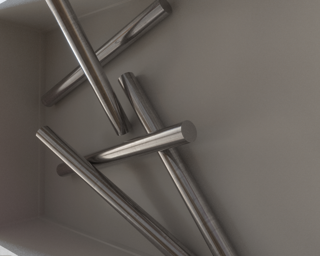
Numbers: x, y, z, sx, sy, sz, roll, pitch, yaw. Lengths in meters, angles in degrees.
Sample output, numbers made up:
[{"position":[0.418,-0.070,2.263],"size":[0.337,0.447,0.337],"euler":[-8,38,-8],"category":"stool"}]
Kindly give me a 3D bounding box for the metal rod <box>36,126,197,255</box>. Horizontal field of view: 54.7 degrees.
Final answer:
[{"position":[-0.070,0.088,0.428],"size":[0.300,0.025,0.025],"euler":[36,112,22],"category":"metal rod"}]

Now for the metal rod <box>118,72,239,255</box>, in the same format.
[{"position":[0.020,0.049,0.388],"size":[0.025,0.025,0.299],"euler":[-44,64,31],"category":"metal rod"}]

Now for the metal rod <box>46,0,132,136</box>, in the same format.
[{"position":[-0.109,-0.120,0.391],"size":[0.025,0.025,0.299],"euler":[-3,121,40],"category":"metal rod"}]

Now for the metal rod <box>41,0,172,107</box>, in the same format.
[{"position":[-0.101,-0.104,0.487],"size":[0.299,0.025,0.025],"euler":[-27,74,36],"category":"metal rod"}]

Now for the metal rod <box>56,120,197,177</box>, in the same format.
[{"position":[-0.069,0.039,0.439],"size":[0.299,0.025,0.025],"euler":[-19,78,45],"category":"metal rod"}]
